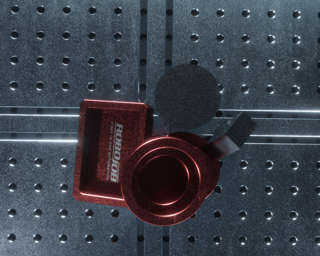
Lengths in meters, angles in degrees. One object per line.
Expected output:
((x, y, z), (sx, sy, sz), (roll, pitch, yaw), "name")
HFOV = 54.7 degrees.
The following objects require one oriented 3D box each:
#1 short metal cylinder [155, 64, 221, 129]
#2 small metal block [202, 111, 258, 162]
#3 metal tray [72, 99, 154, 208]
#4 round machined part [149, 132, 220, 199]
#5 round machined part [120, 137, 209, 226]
((0.034, -0.038, 0.401), (0.081, 0.050, 0.079), (0, 90, -1), "short metal cylinder")
((0.088, 0.011, 0.392), (0.025, 0.050, 0.050), (47, 55, 0), "small metal block")
((-0.060, 0.031, 0.399), (0.090, 0.030, 0.129), (5, 90, 14), "metal tray")
((0.030, 0.054, 0.404), (0.099, 0.042, 0.097), (0, 90, -1), "round machined part")
((0.003, 0.058, 0.357), (0.099, 0.042, 0.097), (0, 92, -11), "round machined part")
